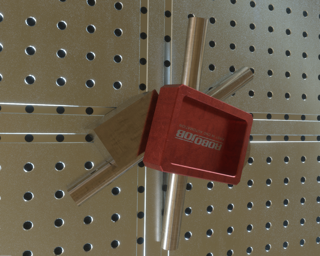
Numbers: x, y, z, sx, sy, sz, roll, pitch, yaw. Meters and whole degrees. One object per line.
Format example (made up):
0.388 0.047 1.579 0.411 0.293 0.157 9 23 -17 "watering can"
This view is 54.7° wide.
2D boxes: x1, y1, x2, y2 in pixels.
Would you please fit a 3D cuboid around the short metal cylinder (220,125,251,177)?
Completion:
0.076 0.026 0.428 0.081 0.050 0.079 0 90 -21 "short metal cylinder"

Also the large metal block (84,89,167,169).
-0.038 0.000 0.370 0.080 0.080 0.050 -36 102 -17 "large metal block"

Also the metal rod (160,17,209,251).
0.030 0.013 0.401 0.025 0.025 0.298 4 98 -20 "metal rod"

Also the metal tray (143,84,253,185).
0.049 0.012 0.354 0.131 0.030 0.090 17 84 -38 "metal tray"

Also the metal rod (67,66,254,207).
0.012 0.002 0.419 0.301 0.025 0.025 -35 102 -17 "metal rod"
